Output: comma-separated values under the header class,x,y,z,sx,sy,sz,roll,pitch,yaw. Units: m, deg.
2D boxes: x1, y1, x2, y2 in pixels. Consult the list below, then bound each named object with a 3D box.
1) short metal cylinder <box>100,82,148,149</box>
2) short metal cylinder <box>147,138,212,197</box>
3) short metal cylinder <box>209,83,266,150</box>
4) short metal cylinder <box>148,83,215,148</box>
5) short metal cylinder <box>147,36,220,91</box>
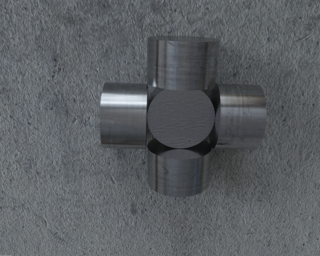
class,x,y,z,sx,sy,sz,roll,pitch,yaw
short metal cylinder,-0.041,-0.015,0.376,0.050,0.080,0.079,2,110,-1
short metal cylinder,0.024,0.046,0.399,0.081,0.080,0.050,0,110,-1
short metal cylinder,0.091,-0.014,0.378,0.050,0.080,0.079,2,110,-1
short metal cylinder,0.025,-0.021,0.391,0.081,0.050,0.079,0,110,-1
short metal cylinder,0.025,-0.076,0.353,0.081,0.080,0.050,2,111,-1
